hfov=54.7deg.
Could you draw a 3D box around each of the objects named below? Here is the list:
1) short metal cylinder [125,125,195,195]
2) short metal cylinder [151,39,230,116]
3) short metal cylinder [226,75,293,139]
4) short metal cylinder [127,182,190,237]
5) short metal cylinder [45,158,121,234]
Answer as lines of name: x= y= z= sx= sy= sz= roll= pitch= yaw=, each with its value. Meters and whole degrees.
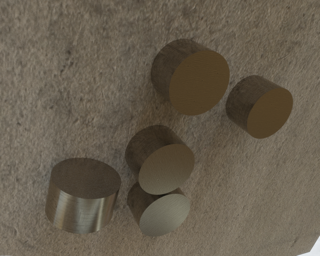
short metal cylinder: x=-0.001 y=0.043 z=0.418 sx=0.081 sy=0.050 sz=0.079 roll=-14 pitch=125 yaw=-21
short metal cylinder: x=0.036 y=-0.062 z=0.374 sx=0.081 sy=0.050 sz=0.079 roll=-14 pitch=125 yaw=-21
short metal cylinder: x=0.144 y=-0.031 z=0.453 sx=0.081 sy=0.050 sz=0.079 roll=-14 pitch=125 yaw=-21
short metal cylinder: x=-0.003 y=0.114 z=0.461 sx=0.081 sy=0.050 sz=0.079 roll=-14 pitch=125 yaw=-21
short metal cylinder: x=-0.092 y=0.078 z=0.371 sx=0.081 sy=0.080 sz=0.050 roll=3 pitch=117 yaw=-30
